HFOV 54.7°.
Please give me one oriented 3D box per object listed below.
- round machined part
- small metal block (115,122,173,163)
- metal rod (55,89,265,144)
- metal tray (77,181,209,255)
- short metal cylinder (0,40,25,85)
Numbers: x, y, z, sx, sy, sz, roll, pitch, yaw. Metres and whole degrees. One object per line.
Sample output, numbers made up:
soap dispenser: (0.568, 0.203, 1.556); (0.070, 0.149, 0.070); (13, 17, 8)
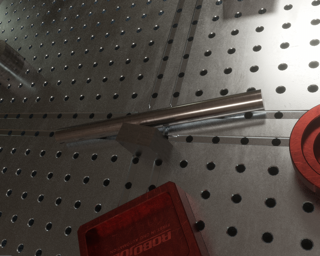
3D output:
round machined part: (0.176, 0.024, 0.290); (0.098, 0.042, 0.098); (-13, 56, 20)
small metal block: (-0.019, 0.019, 0.389); (0.050, 0.050, 0.025); (9, 67, 32)
metal rod: (-0.016, -0.010, 0.421); (0.301, 0.025, 0.025); (-10, 58, 22)
metal tray: (-0.023, 0.127, 0.337); (0.130, 0.030, 0.090); (-28, 52, 9)
short metal cylinder: (-0.335, -0.137, 0.648); (0.080, 0.050, 0.080); (-13, 56, 20)
